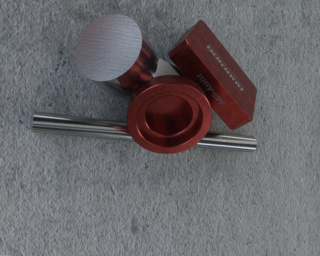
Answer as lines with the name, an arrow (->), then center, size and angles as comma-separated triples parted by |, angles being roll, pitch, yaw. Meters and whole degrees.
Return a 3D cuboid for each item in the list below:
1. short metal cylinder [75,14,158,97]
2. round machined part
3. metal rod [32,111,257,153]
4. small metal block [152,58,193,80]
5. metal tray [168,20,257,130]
short metal cylinder -> -0.049, -0.082, 0.358 | 0.080, 0.050, 0.080 | -5, 74, 18
round machined part -> 0.010, -0.019, 0.372 | 0.099, 0.042, 0.097 | -3, 124, -4
metal rod -> -0.005, 0.008, 0.409 | 0.302, 0.025, 0.025 | 6, 88, -20
small metal block -> 0.008, -0.062, 0.398 | 0.050, 0.050, 0.025 | 25, 82, -19
metal tray -> 0.075, -0.071, 0.408 | 0.130, 0.030, 0.090 | 47, 37, -14
